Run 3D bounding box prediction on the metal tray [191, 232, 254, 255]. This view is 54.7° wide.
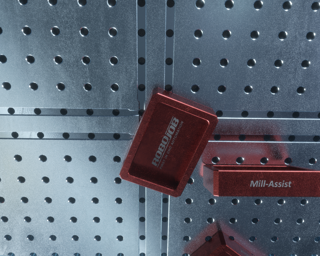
[{"bbox_3d":[0.114,0.237,0.499,0.130,0.030,0.090,39,105,-14],"label":"metal tray"}]

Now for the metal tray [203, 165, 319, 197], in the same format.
[{"bbox_3d":[0.127,0.067,0.402,0.131,0.090,0.030,1,87,-1],"label":"metal tray"}]

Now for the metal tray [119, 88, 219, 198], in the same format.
[{"bbox_3d":[0.010,0.022,0.418,0.090,0.030,0.129,21,109,-8],"label":"metal tray"}]
